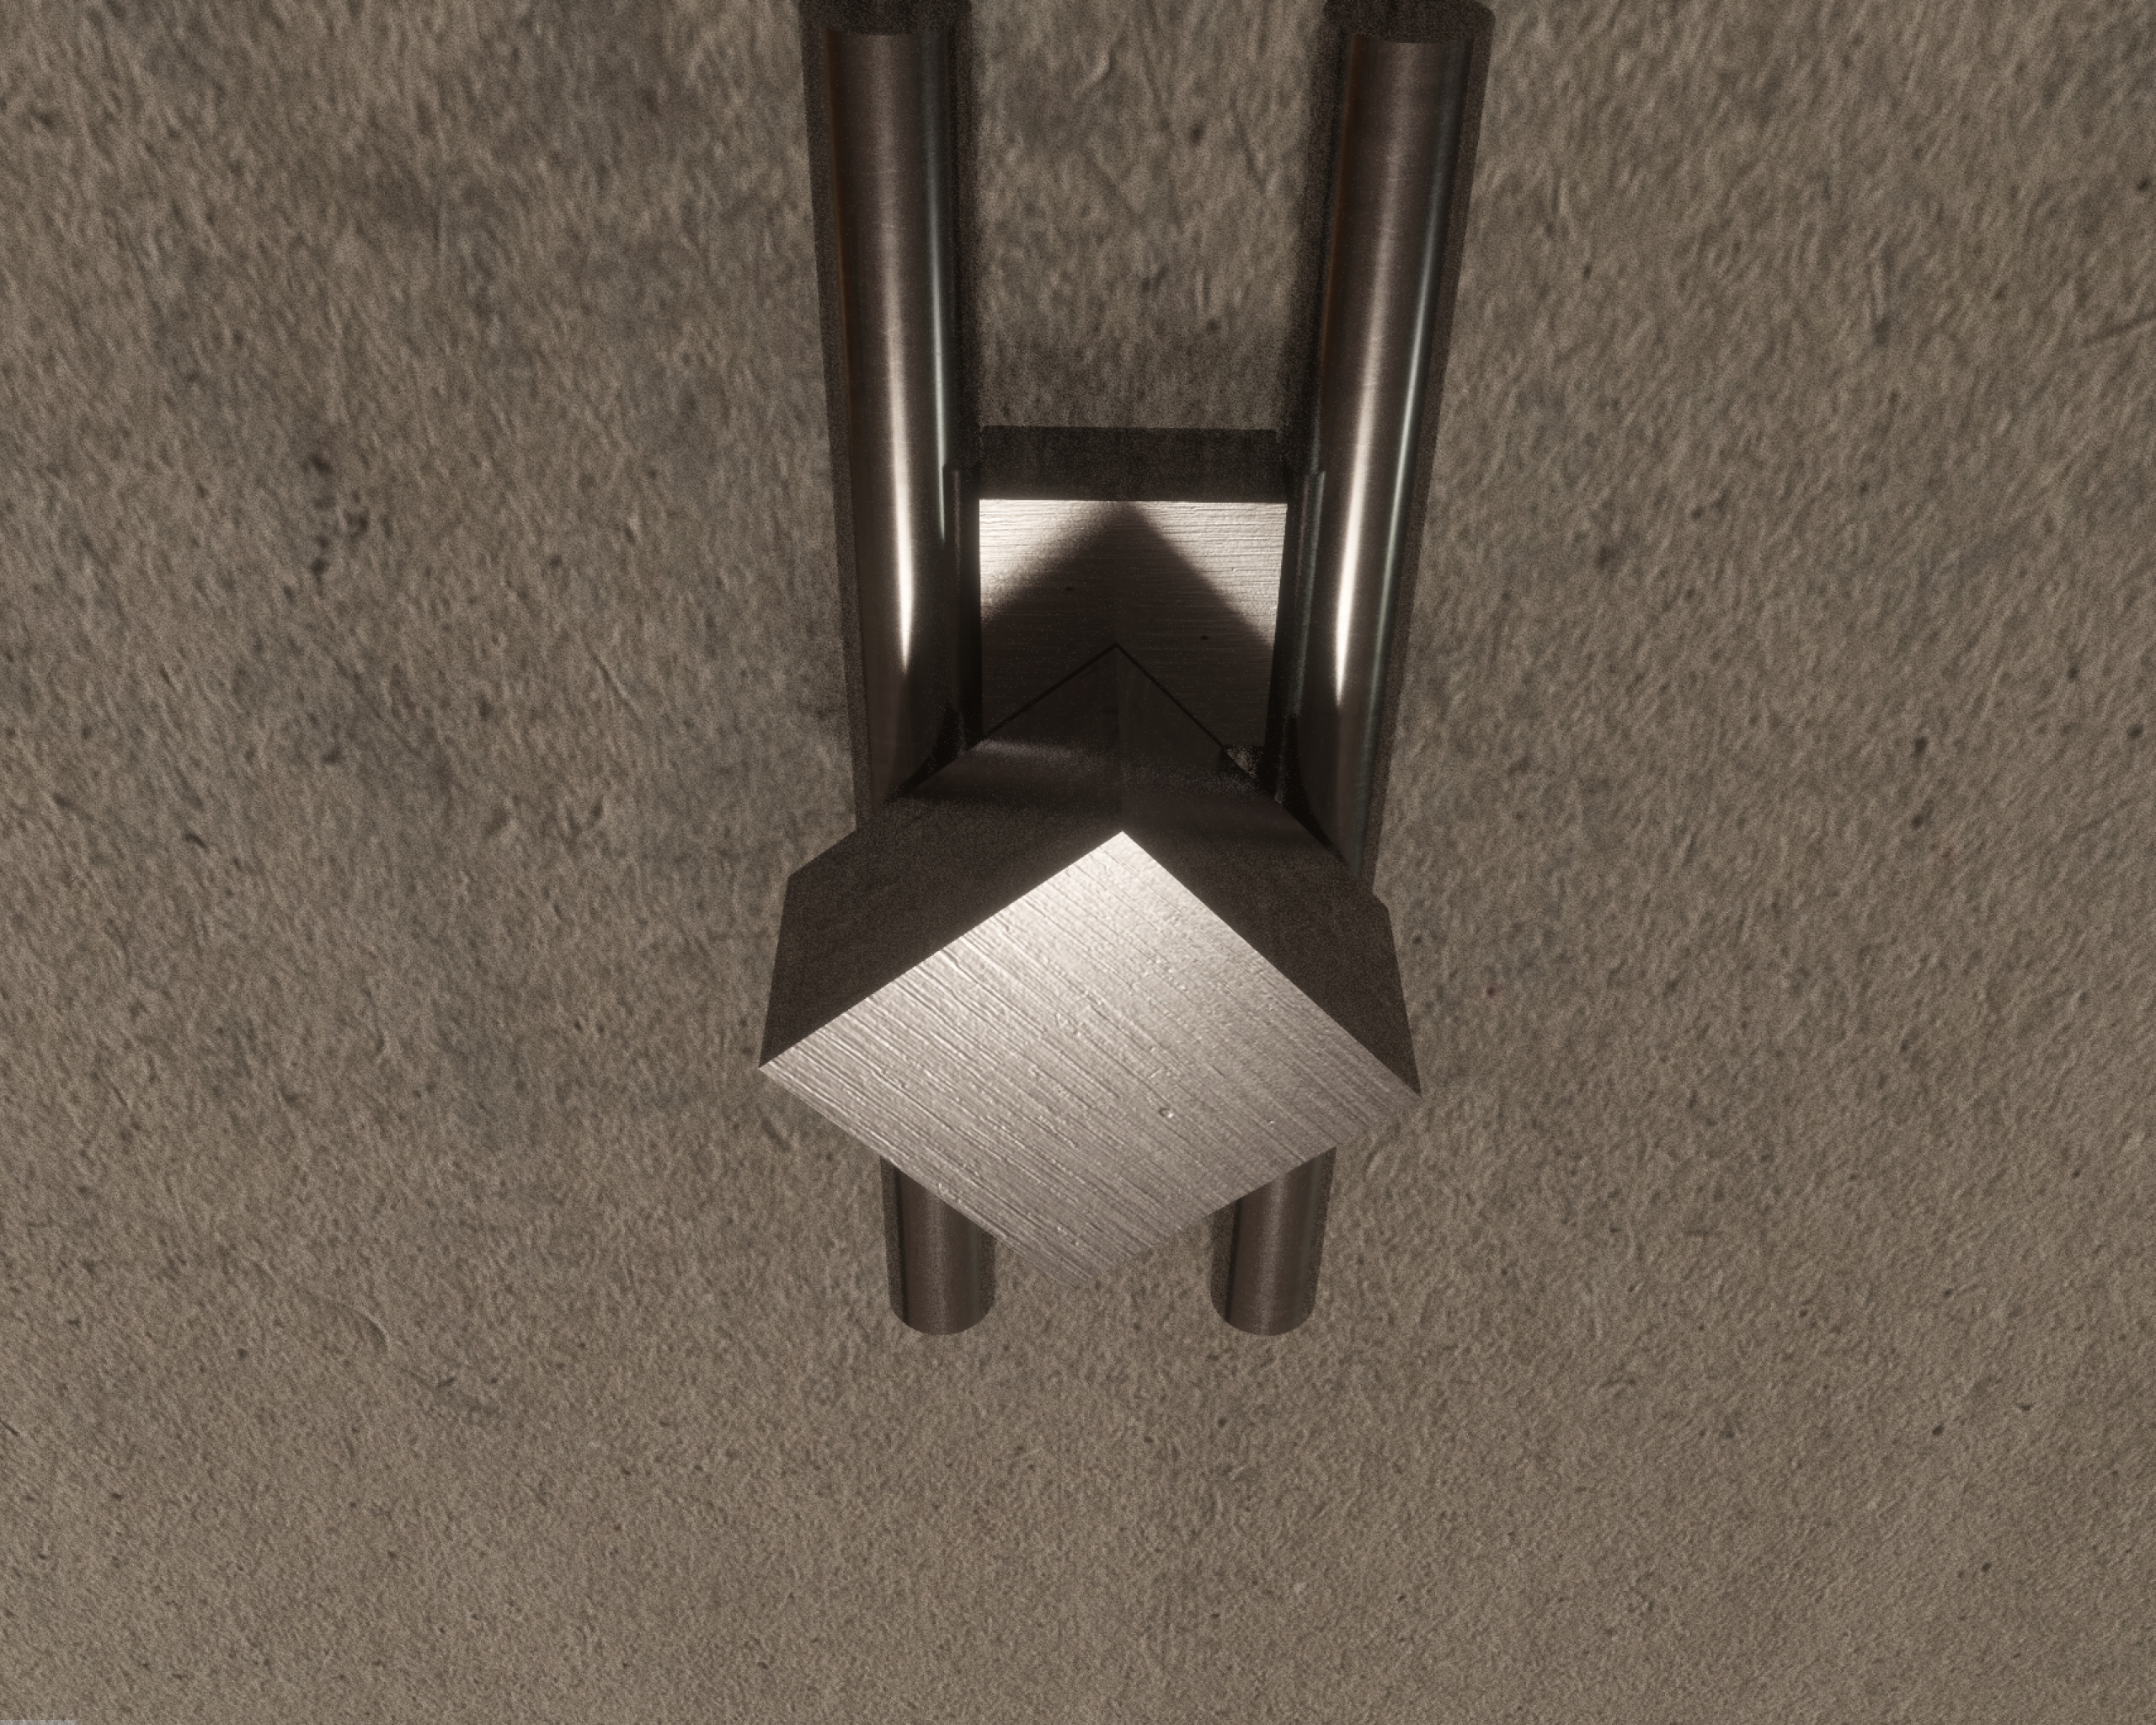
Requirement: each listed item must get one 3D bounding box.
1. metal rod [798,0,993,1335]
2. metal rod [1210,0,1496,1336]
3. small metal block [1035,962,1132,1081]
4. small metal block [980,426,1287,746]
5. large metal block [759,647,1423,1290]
[{"bbox_3d":[-0.030,-0.011,0.400,0.025,0.025,0.298,0,130,-1],"label":"metal rod"},{"bbox_3d":[0.046,-0.011,0.401,0.025,0.025,0.298,0,130,-1],"label":"metal rod"},{"bbox_3d":[0.007,0.040,0.441,0.050,0.025,0.050,0,130,-1],"label":"small metal block"},{"bbox_3d":[0.009,-0.048,0.366,0.050,0.025,0.050,0,130,-1],"label":"small metal block"},{"bbox_3d":[0.003,0.022,0.375,0.080,0.050,0.080,-33,123,25],"label":"large metal block"}]
